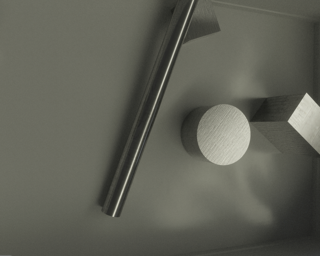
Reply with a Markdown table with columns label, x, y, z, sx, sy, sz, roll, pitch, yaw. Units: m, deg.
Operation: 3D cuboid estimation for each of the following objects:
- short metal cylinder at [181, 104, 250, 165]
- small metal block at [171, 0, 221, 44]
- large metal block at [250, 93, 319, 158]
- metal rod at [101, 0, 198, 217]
| label | x | y | z | sx | sy | sz | roll | pitch | yaw |
| --- | --- | --- | --- | --- | --- | --- | --- | --- | --- |
| short metal cylinder | 0.076 | 0.009 | 0.427 | 0.081 | 0.050 | 0.079 | 0 | 90 | -20 |
| small metal block | 0.050 | -0.149 | 0.430 | 0.050 | 0.025 | 0.050 | -22 | 98 | -19 |
| large metal block | 0.196 | -0.003 | 0.456 | 0.080 | 0.080 | 0.050 | 41 | 77 | -16 |
| metal rod | -0.011 | -0.034 | 0.393 | 0.025 | 0.025 | 0.299 | 20 | 88 | -19 |
